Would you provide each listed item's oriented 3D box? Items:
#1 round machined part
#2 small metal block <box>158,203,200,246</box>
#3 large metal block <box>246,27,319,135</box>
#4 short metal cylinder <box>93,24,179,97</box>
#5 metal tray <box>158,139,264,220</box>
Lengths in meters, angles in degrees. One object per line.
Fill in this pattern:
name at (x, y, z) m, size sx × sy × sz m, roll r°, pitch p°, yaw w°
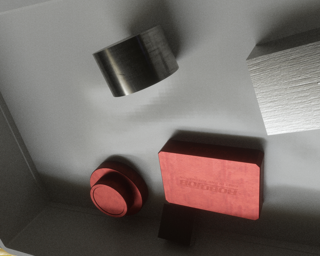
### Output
round machined part at (-0.072, 0.104, 0.498) m, size 0.098 × 0.042 × 0.097 m, roll 13°, pitch 124°, yaw 20°
small metal block at (0.029, 0.143, 0.463) m, size 0.050 × 0.025 × 0.050 m, roll 6°, pitch 78°, yaw 24°
large metal block at (0.136, -0.045, 0.293) m, size 0.080 × 0.050 × 0.080 m, roll -10°, pitch 114°, yaw 32°
short metal cylinder at (-0.026, -0.074, 0.340) m, size 0.080 × 0.080 × 0.050 m, roll -12°, pitch 112°, yaw 33°
metal tray at (0.067, 0.067, 0.410) m, size 0.130 × 0.030 × 0.089 m, roll 6°, pitch 121°, yaw 25°
